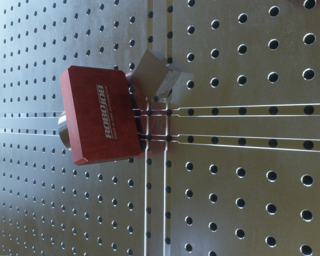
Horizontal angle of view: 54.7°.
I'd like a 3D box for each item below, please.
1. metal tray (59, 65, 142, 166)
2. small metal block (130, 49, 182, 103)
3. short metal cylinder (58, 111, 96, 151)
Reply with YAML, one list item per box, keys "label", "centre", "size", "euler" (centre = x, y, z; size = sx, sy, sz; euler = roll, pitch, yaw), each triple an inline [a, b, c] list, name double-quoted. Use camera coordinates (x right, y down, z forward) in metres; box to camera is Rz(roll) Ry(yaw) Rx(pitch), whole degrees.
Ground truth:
- label: "metal tray"
  centre: [-0.082, -0.018, 0.431]
  size: [0.030, 0.091, 0.129]
  euler: [-25, 74, 47]
- label: "small metal block"
  centre: [-0.006, -0.069, 0.415]
  size: [0.050, 0.025, 0.050]
  euler: [47, 118, 29]
- label: "short metal cylinder"
  centre: [-0.100, -0.002, 0.456]
  size: [0.050, 0.081, 0.080]
  euler: [-22, 77, 38]
